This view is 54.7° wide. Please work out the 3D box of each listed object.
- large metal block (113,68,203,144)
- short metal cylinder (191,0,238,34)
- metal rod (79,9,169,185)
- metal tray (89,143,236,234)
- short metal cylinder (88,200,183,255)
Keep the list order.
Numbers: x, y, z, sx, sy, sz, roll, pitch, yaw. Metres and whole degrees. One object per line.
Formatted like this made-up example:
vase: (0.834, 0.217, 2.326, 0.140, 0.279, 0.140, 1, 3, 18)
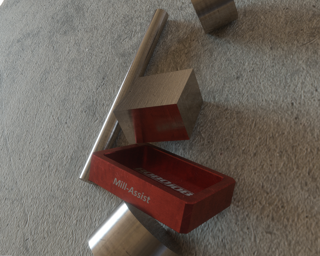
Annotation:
large metal block: (0.001, -0.027, 0.386, 0.080, 0.050, 0.080, -5, 36, 25)
short metal cylinder: (0.072, -0.182, 0.443, 0.050, 0.080, 0.080, -24, 53, 14)
metal rod: (-0.046, -0.060, 0.464, 0.025, 0.025, 0.300, 7, 65, 31)
metal tray: (0.001, 0.054, 0.328, 0.130, 0.091, 0.030, 20, 108, 35)
short metal cylinder: (-0.024, 0.116, 0.310, 0.050, 0.080, 0.080, -47, 51, -5)
